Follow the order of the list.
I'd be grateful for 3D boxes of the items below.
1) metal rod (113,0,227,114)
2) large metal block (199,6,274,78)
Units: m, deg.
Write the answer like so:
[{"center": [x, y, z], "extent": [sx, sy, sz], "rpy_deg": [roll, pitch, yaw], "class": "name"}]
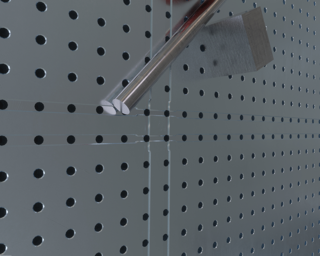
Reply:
[{"center": [0.036, -0.131, 0.438], "extent": [0.301, 0.025, 0.025], "rpy_deg": [-52, 121, -27], "class": "metal rod"}, {"center": [0.114, -0.127, 0.468], "extent": [0.050, 0.080, 0.080], "rpy_deg": [-34, 111, -35], "class": "large metal block"}]
